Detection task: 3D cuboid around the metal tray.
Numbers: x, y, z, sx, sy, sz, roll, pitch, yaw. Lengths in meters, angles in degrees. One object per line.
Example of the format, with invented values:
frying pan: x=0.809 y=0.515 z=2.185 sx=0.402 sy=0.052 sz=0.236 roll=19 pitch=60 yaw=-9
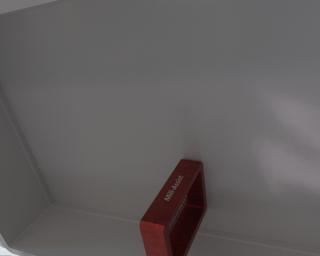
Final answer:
metal tray: x=0.024 y=0.112 z=0.398 sx=0.030 sy=0.131 sz=0.090 roll=5 pitch=121 yaw=26
